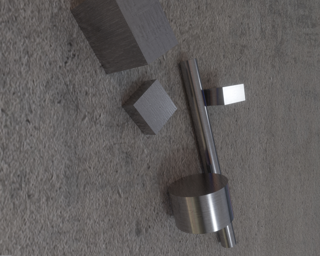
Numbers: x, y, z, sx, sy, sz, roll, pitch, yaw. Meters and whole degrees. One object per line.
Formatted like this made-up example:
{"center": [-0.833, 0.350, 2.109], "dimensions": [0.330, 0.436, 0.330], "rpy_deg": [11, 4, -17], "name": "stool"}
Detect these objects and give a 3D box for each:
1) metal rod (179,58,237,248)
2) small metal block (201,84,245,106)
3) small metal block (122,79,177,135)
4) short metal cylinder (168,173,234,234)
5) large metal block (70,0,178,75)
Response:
{"center": [0.076, 0.045, 0.470], "dimensions": [0.025, 0.025, 0.298], "rpy_deg": [-24, 105, -38], "name": "metal rod"}
{"center": [0.092, -0.049, 0.468], "dimensions": [0.050, 0.050, 0.025], "rpy_deg": [-14, 99, -39], "name": "small metal block"}
{"center": [-0.012, -0.026, 0.396], "dimensions": [0.050, 0.025, 0.050], "rpy_deg": [-52, 121, -28], "name": "small metal block"}
{"center": [0.055, 0.099, 0.418], "dimensions": [0.081, 0.080, 0.050], "rpy_deg": [-19, 103, -39], "name": "short metal cylinder"}
{"center": [-0.039, -0.110, 0.337], "dimensions": [0.050, 0.080, 0.080], "rpy_deg": [-43, 116, -32], "name": "large metal block"}
